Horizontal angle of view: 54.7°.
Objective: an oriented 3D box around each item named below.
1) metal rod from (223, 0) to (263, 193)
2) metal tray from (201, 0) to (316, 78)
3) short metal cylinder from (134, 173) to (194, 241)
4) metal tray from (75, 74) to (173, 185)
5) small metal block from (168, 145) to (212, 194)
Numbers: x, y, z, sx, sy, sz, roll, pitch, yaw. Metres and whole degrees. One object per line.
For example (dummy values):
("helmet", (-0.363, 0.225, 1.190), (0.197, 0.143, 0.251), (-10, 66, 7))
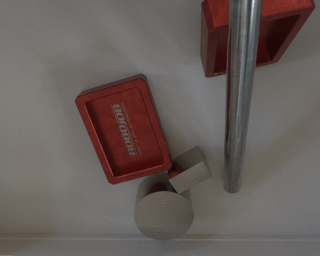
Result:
("metal rod", (0.082, -0.010, 0.331), (0.025, 0.025, 0.299), (-9, 140, 3))
("metal tray", (0.090, -0.095, 0.322), (0.090, 0.130, 0.030), (-12, 80, 5))
("short metal cylinder", (0.005, 0.110, 0.439), (0.081, 0.050, 0.079), (0, 110, 0))
("metal tray", (-0.044, 0.004, 0.409), (0.090, 0.030, 0.129), (-16, 110, 5))
("small metal block", (0.039, 0.055, 0.419), (0.050, 0.050, 0.025), (-31, 107, 10))
